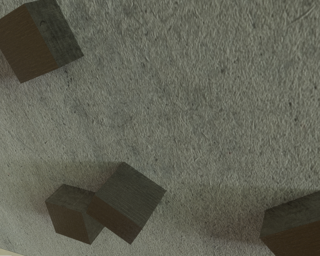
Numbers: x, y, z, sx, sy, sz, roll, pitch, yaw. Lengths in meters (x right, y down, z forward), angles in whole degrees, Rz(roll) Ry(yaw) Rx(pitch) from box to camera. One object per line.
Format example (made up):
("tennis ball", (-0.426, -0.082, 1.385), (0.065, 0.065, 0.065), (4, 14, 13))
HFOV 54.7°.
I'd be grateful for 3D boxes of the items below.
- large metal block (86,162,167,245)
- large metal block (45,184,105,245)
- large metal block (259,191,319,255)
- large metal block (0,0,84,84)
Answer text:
("large metal block", (-0.049, 0.111, 0.466), (0.080, 0.080, 0.050), (34, 129, 6))
("large metal block", (-0.153, 0.157, 0.569), (0.080, 0.050, 0.079), (9, 122, 23))
("large metal block", (0.183, 0.133, 0.376), (0.080, 0.050, 0.080), (49, 129, -6))
("large metal block", (-0.161, -0.113, 0.406), (0.080, 0.050, 0.080), (-11, 113, 33))
